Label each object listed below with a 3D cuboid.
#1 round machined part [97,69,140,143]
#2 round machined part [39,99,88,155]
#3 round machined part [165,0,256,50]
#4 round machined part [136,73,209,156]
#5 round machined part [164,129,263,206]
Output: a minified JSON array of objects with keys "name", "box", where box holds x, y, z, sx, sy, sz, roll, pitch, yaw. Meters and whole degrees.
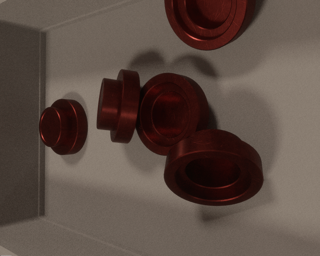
[{"name":"round machined part","box":[-0.059,-0.030,0.411,0.098,0.042,0.097,-172,89,-74]},{"name":"round machined part","box":[-0.172,-0.002,0.535,0.098,0.042,0.097,0,90,39]},{"name":"round machined part","box":[0.056,-0.137,0.333,0.098,0.042,0.097,22,128,31]},{"name":"round machined part","box":[0.018,-0.016,0.379,0.098,0.042,0.097,0,90,39]},{"name":"round machined part","box":[0.055,0.039,0.325,0.098,0.098,0.042,-31,34,35]}]
